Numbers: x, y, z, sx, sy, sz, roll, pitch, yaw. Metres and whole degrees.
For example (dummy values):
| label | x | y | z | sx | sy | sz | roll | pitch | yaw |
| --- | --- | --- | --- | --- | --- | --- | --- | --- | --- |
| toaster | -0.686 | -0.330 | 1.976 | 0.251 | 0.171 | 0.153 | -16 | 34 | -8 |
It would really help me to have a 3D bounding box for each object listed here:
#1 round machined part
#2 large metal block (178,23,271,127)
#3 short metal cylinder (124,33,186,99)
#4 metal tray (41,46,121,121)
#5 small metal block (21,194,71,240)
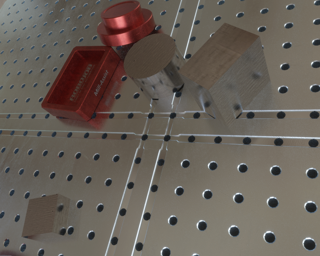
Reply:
| label | x | y | z | sx | sy | sz | roll | pitch | yaw |
| --- | --- | --- | --- | --- | --- | --- | --- | --- | --- |
| round machined part | -0.061 | -0.181 | 0.522 | 0.098 | 0.042 | 0.098 | -11 | 40 | 9 |
| large metal block | 0.079 | -0.062 | 0.369 | 0.080 | 0.080 | 0.050 | -47 | 51 | -4 |
| short metal cylinder | -0.005 | -0.090 | 0.450 | 0.080 | 0.050 | 0.080 | -13 | 56 | 21 |
| metal tray | -0.133 | -0.079 | 0.523 | 0.090 | 0.030 | 0.130 | 9 | 66 | 32 |
| small metal block | -0.152 | 0.120 | 0.415 | 0.050 | 0.025 | 0.050 | -14 | 56 | 20 |
